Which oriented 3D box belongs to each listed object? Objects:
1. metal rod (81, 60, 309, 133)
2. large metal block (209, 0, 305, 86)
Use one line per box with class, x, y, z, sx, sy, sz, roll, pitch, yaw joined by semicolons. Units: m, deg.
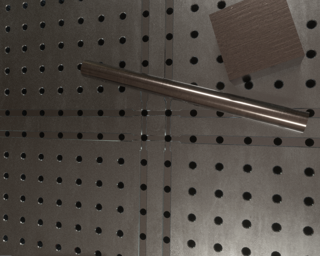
metal rod;0.030;-0.046;0.401;0.301;0.025;0.025;16;96;18
large metal block;0.111;-0.102;0.360;0.080;0.050;0.080;-18;84;18
